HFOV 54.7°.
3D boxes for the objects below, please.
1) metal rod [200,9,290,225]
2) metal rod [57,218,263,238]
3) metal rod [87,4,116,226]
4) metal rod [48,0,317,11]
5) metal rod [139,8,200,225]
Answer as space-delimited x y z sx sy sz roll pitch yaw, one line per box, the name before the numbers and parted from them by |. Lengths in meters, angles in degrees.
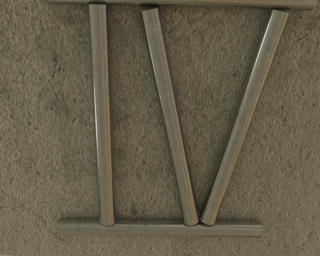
metal rod | 0.105 0.000 0.412 0.025 0.025 0.298 12 109 -5
metal rod | 0.001 0.151 0.466 0.302 0.025 0.025 1 110 -1
metal rod | -0.074 -0.003 0.408 0.025 0.025 0.298 1 110 -1
metal rod | 0.026 -0.152 0.355 0.302 0.025 0.025 1 110 -1
metal rod | 0.017 0.000 0.410 0.025 0.025 0.298 -11 110 3
